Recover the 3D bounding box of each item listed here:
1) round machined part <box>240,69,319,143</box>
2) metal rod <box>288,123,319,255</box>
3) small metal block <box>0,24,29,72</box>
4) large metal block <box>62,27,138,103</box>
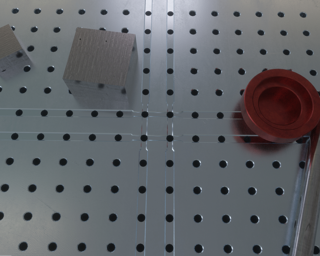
[{"bbox_3d":[0.156,-0.026,0.413,0.099,0.042,0.098,0,70,0],"label":"round machined part"},{"bbox_3d":[0.175,0.113,0.371,0.025,0.025,0.300,18,71,6],"label":"metal rod"},{"bbox_3d":[-0.229,-0.116,0.452,0.050,0.025,0.050,-30,73,-11],"label":"small metal block"},{"bbox_3d":[-0.079,-0.086,0.429,0.080,0.050,0.080,8,70,3],"label":"large metal block"}]
